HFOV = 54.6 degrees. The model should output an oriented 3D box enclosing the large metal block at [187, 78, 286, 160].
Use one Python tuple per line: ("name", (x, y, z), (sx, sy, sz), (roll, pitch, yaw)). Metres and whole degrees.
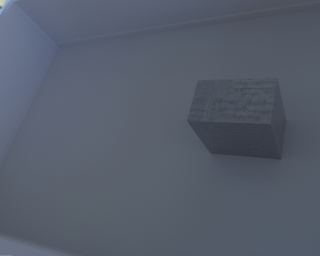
("large metal block", (0.085, -0.008, 0.331), (0.080, 0.080, 0.050), (3, 63, 29))
